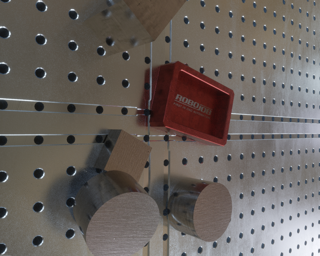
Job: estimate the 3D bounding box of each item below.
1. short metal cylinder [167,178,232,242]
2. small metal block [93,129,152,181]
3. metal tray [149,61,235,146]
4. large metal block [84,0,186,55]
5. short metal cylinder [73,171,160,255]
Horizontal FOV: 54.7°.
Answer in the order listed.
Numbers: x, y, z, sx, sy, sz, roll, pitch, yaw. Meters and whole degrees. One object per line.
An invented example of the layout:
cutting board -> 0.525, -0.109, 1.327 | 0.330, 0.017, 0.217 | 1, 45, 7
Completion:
short metal cylinder -> 0.058, 0.114, 0.441 | 0.081, 0.050, 0.079 | 0, 90, -40
small metal block -> -0.044, 0.035, 0.373 | 0.050, 0.025, 0.050 | 34, 69, -35
metal tray -> 0.051, -0.030, 0.448 | 0.131, 0.030, 0.090 | 18, 78, -39
large metal block -> -0.026, -0.136, 0.351 | 0.050, 0.080, 0.080 | 48, 61, -30
short metal cylinder -> -0.048, 0.093, 0.337 | 0.081, 0.050, 0.079 | -11, 114, -27
